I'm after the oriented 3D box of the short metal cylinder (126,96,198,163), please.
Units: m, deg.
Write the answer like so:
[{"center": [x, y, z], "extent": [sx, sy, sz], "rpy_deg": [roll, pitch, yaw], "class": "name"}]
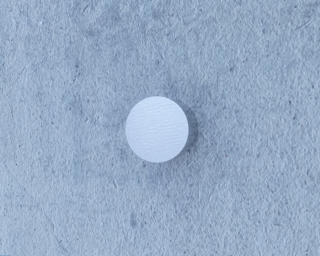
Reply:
[{"center": [0.004, 0.002, 0.395], "extent": [0.080, 0.050, 0.079], "rpy_deg": [0, 90, 19], "class": "short metal cylinder"}]
